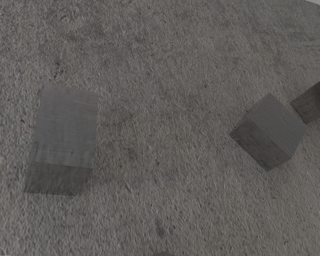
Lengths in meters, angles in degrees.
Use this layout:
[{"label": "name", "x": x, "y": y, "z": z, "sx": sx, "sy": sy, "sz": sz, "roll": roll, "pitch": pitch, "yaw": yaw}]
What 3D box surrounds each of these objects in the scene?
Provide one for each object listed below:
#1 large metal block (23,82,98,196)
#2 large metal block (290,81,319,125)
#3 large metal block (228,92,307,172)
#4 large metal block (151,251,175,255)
[{"label": "large metal block", "x": -0.098, "y": 0.015, "z": 0.306, "sx": 0.050, "sy": 0.080, "sz": 0.080, "roll": 10, "pitch": 57, "yaw": -23}, {"label": "large metal block", "x": 0.302, "y": -0.056, "z": 0.565, "sx": 0.081, "sy": 0.080, "sz": 0.050, "roll": -19, "pitch": 72, "yaw": -35}, {"label": "large metal block", "x": 0.166, "y": 0.005, "z": 0.474, "sx": 0.080, "sy": 0.050, "sz": 0.080, "roll": 45, "pitch": 51, "yaw": 3}, {"label": "large metal block", "x": -0.002, "y": 0.162, "z": 0.269, "sx": 0.050, "sy": 0.080, "sz": 0.080, "roll": 27, "pitch": 52, "yaw": -12}]
